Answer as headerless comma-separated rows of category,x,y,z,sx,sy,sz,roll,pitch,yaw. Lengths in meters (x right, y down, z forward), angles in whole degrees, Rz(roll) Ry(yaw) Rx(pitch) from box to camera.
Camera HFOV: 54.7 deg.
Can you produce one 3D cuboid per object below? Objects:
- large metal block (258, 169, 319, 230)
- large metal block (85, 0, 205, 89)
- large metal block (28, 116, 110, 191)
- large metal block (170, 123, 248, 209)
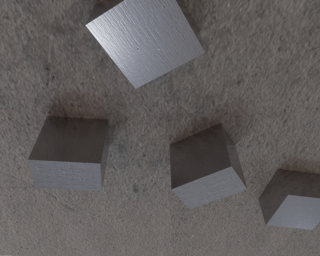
large metal block,0.216,0.114,0.492,0.081,0.050,0.079,8,130,-7
large metal block,-0.012,-0.099,0.307,0.080,0.050,0.080,-25,126,19
large metal block,-0.110,0.031,0.396,0.081,0.080,0.050,4,130,-4
large metal block,0.061,0.050,0.415,0.080,0.080,0.050,-25,126,19
